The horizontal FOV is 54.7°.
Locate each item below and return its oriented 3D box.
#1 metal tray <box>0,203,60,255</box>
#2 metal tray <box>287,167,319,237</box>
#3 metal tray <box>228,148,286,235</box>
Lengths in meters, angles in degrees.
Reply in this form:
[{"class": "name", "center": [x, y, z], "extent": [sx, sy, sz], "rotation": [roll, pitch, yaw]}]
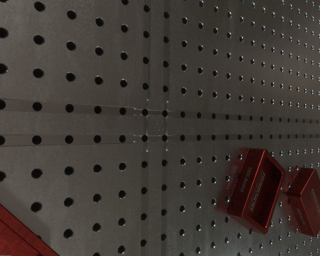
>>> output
[{"class": "metal tray", "center": [-0.163, 0.113, 0.270], "extent": [0.090, 0.030, 0.130], "rotation": [-49, 119, -29]}, {"class": "metal tray", "center": [0.332, 0.164, 0.689], "extent": [0.090, 0.030, 0.130], "rotation": [-43, 116, -32]}, {"class": "metal tray", "center": [0.178, 0.113, 0.558], "extent": [0.090, 0.030, 0.130], "rotation": [41, 65, -33]}]
